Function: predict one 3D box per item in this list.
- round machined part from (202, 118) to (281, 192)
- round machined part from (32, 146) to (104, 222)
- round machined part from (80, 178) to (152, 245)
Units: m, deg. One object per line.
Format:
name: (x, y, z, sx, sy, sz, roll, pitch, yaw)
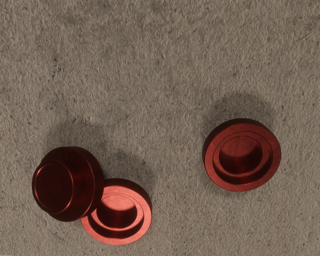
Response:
round machined part: (0.105, 0.032, 0.414, 0.099, 0.042, 0.097, 0, 110, -1)
round machined part: (-0.125, 0.073, 0.402, 0.098, 0.042, 0.097, -1, 88, 25)
round machined part: (-0.060, 0.114, 0.442, 0.099, 0.042, 0.097, 0, 110, -1)
